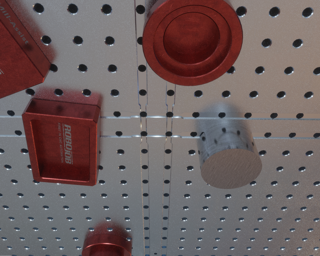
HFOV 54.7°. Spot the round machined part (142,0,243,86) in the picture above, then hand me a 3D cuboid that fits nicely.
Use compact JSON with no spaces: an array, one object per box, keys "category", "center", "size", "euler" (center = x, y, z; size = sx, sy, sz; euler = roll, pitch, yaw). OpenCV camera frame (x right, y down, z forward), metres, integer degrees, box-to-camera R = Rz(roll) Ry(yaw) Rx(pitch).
[{"category":"round machined part","center":[0.032,-0.095,0.320],"size":[0.099,0.042,0.097],"euler":[0,130,0]}]

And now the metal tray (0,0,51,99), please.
[{"category":"metal tray","center":[-0.192,-0.094,0.326],"size":[0.090,0.030,0.130],"euler":[-17,128,14]}]

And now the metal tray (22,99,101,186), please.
[{"category":"metal tray","center":[-0.131,0.025,0.427],"size":[0.091,0.030,0.129],"euler":[6,130,-6]}]

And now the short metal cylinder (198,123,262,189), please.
[{"category":"short metal cylinder","center":[0.095,0.040,0.430],"size":[0.081,0.050,0.079],"euler":[0,130,0]}]

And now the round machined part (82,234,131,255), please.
[{"category":"round machined part","center":[-0.107,0.256,0.618],"size":[0.099,0.042,0.097],"euler":[0,130,0]}]
